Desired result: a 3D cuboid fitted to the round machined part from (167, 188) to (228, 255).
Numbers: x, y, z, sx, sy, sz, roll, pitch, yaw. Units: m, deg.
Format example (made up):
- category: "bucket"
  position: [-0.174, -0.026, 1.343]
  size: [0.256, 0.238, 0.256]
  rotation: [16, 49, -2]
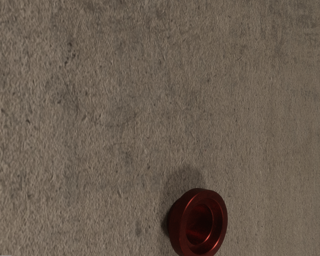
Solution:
- category: "round machined part"
  position: [0.049, 0.133, 0.437]
  size: [0.099, 0.042, 0.097]
  rotation: [0, 90, -40]
